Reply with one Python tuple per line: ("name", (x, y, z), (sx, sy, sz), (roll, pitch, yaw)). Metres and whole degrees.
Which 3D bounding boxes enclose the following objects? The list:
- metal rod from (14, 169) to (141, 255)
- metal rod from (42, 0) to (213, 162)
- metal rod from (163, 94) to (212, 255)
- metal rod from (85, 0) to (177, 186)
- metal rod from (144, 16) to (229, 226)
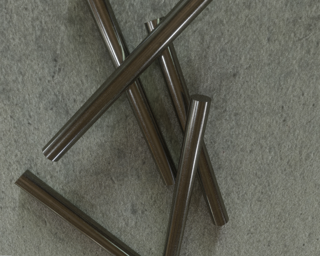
("metal rod", (-0.087, 0.166, 0.469), (0.300, 0.025, 0.025), (43, 104, -15))
("metal rod", (-0.033, -0.068, 0.356), (0.025, 0.025, 0.299), (43, 104, -14))
("metal rod", (0.030, 0.097, 0.428), (0.025, 0.025, 0.298), (6, 117, -3))
("metal rod", (-0.036, -0.057, 0.388), (0.025, 0.025, 0.299), (-20, 109, 7))
("metal rod", (0.042, 0.005, 0.412), (0.025, 0.025, 0.298), (-18, 109, 6))
